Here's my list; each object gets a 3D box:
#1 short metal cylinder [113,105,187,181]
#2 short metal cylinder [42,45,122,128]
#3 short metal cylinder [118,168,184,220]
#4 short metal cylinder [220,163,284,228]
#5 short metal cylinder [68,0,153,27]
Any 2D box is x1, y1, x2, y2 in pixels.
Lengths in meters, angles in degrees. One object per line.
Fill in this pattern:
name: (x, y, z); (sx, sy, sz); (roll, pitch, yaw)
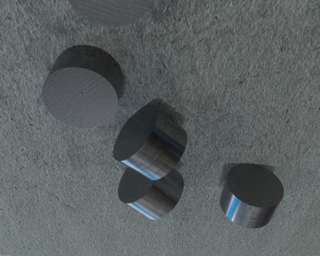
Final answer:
short metal cylinder: (-0.013, 0.018, 0.386); (0.050, 0.080, 0.080); (37, 121, -27)
short metal cylinder: (-0.085, -0.046, 0.351); (0.081, 0.050, 0.079); (0, 130, 0)
short metal cylinder: (-0.013, 0.082, 0.440); (0.080, 0.080, 0.050); (-33, 123, 25)
short metal cylinder: (0.133, 0.099, 0.456); (0.081, 0.080, 0.050); (3, 130, -3)
short metal cylinder: (-0.042, -0.138, 0.273); (0.081, 0.050, 0.079); (0, 130, 0)
